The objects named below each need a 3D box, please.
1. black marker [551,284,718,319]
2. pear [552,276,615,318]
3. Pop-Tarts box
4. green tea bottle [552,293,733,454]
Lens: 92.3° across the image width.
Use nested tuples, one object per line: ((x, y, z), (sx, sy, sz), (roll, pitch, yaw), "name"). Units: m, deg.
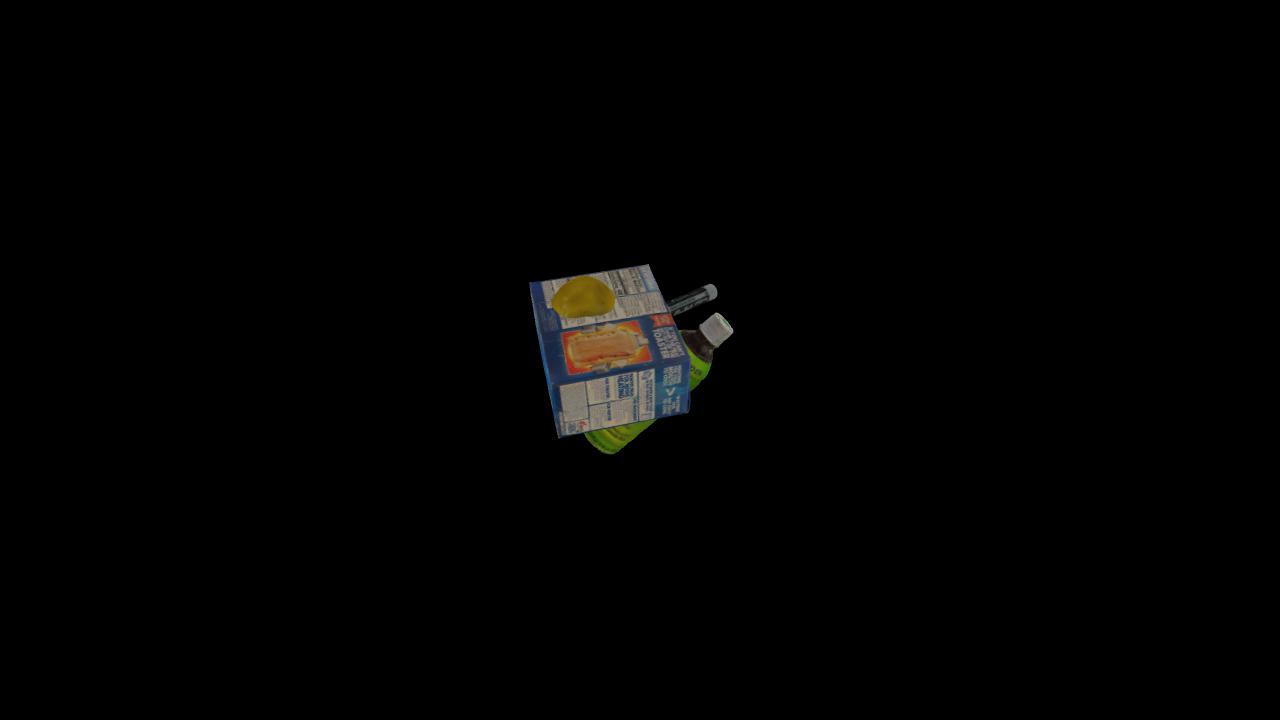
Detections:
((0.040, -0.059, 0.679), (0.121, 0.020, 0.020), (-26, 16, -38), "black marker")
((-0.066, -0.062, 0.688), (0.080, 0.080, 0.111), (0, 25, -12), "pear")
((-0.036, -0.015, 0.665), (0.141, 0.083, 0.167), (-11, 45, -10), "Pop-Tarts box")
((0.020, 0.023, 0.717), (0.212, 0.073, 0.073), (-44, -19, 21), "green tea bottle")
